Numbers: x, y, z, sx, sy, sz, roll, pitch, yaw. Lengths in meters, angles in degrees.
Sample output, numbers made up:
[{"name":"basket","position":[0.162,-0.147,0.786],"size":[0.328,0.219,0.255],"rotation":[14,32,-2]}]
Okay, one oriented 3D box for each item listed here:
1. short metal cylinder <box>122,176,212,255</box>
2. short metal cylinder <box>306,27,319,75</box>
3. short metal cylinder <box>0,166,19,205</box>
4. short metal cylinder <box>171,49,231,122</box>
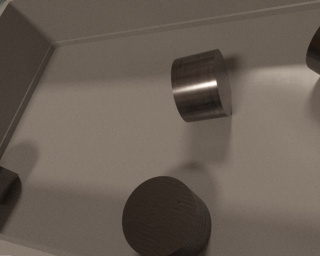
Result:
[{"name":"short metal cylinder","position":[0.008,0.097,0.325],"size":[0.080,0.050,0.080],"rotation":[-13,56,20]},{"name":"short metal cylinder","position":[0.200,-0.082,0.316],"size":[0.080,0.080,0.050],"rotation":[-39,51,1]},{"name":"short metal cylinder","position":[-0.261,0.075,0.459],"size":[0.080,0.080,0.050],"rotation":[11,67,32]},{"name":"short metal cylinder","position":[0.052,-0.050,0.373],"size":[0.050,0.080,0.080],"rotation":[-9,58,23]}]
